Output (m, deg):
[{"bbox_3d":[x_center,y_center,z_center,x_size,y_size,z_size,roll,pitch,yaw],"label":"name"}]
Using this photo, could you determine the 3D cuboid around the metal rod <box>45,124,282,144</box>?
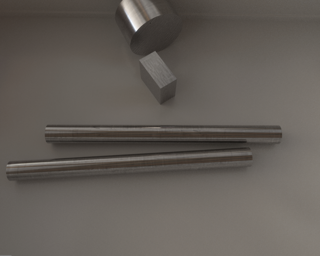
[{"bbox_3d":[0.005,0.008,0.406,0.302,0.025,0.025,0,70,-1],"label":"metal rod"}]

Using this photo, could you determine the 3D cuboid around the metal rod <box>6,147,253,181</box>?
[{"bbox_3d":[-0.036,0.045,0.392,0.302,0.025,0.025,-3,70,-2],"label":"metal rod"}]

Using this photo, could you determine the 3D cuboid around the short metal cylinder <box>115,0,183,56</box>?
[{"bbox_3d":[-0.016,-0.148,0.434,0.080,0.080,0.050,-25,72,-9],"label":"short metal cylinder"}]

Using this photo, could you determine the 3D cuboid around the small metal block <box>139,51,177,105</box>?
[{"bbox_3d":[-0.003,-0.067,0.421,0.025,0.050,0.050,-32,74,-11],"label":"small metal block"}]
